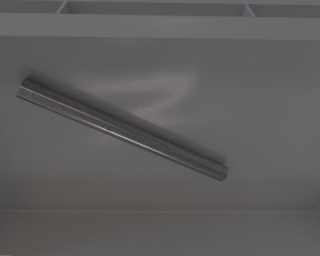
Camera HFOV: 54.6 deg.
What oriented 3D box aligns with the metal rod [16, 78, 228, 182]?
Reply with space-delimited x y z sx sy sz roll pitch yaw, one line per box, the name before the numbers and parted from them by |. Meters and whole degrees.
metal rod | -0.035 0.010 0.417 0.301 0.025 0.025 24 126 -20
